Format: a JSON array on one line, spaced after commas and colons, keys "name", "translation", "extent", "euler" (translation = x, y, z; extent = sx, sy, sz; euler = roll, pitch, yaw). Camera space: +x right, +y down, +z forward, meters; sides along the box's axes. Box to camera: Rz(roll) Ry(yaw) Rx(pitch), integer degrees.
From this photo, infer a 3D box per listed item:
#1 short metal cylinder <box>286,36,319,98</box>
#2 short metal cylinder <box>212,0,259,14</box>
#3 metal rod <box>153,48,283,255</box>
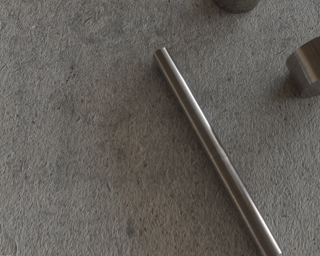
[{"name": "short metal cylinder", "translation": [0.217, -0.082, 0.411], "extent": [0.081, 0.080, 0.050], "euler": [-15, 71, -6]}, {"name": "short metal cylinder", "translation": [0.122, -0.226, 0.479], "extent": [0.081, 0.050, 0.080], "euler": [0, 70, 0]}, {"name": "metal rod", "translation": [0.065, 0.019, 0.401], "extent": [0.025, 0.025, 0.299], "euler": [-24, 72, -9]}]
